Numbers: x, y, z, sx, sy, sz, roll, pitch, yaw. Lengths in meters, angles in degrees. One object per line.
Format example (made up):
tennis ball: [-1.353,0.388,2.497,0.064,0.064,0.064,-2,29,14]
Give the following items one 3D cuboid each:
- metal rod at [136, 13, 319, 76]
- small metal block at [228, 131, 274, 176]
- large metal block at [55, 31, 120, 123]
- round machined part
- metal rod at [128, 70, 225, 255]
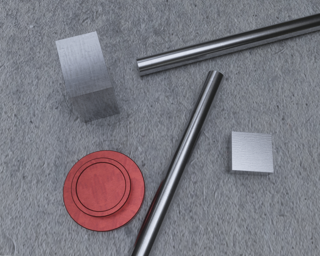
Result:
metal rod: [0.113,-0.126,0.455,0.302,0.025,0.025,-16,71,-6]
small metal block: [0.115,0.034,0.397,0.050,0.025,0.050,4,70,1]
large metal block: [-0.091,-0.063,0.401,0.050,0.080,0.080,-16,71,-6]
round machined part: [-0.067,0.073,0.372,0.099,0.042,0.098,0,70,-1]
metal rod: [0.019,0.055,0.388,0.025,0.025,0.300,22,71,7]
